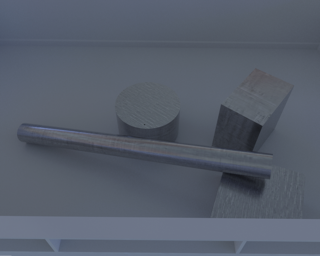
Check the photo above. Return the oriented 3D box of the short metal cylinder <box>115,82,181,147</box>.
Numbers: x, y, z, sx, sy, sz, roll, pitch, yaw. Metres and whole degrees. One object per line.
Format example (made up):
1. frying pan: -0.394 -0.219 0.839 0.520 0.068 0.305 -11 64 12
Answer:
1. short metal cylinder: -0.015 -0.014 0.400 0.081 0.050 0.080 0 50 0

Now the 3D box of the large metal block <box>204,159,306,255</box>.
1. large metal block: 0.098 0.081 0.322 0.080 0.050 0.080 16 52 12

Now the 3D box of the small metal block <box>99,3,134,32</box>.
1. small metal block: -0.081 -0.209 0.582 0.050 0.025 0.050 10 51 8

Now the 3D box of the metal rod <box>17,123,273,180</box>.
1. metal rod: -0.033 0.022 0.348 0.301 0.025 0.025 6 49 20

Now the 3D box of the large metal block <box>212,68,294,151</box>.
1. large metal block: 0.112 -0.013 0.381 0.050 0.080 0.080 32 57 23
